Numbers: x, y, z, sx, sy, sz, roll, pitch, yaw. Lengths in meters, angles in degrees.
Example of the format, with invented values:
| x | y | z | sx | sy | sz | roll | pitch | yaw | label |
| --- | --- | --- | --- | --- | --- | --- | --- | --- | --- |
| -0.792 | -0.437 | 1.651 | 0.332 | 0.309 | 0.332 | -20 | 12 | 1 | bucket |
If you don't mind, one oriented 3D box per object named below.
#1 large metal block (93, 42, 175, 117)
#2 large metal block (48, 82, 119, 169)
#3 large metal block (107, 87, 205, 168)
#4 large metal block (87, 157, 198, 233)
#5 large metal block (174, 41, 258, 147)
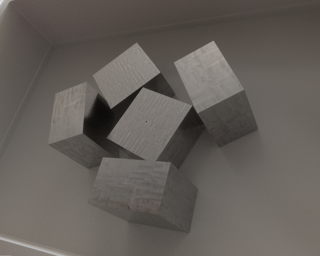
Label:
| x | y | z | sx | sy | sz | roll | pitch | yaw | label |
| --- | --- | --- | --- | --- | --- | --- | --- | --- | --- |
| -0.038 | -0.063 | 0.444 | 0.080 | 0.050 | 0.080 | -36 | 51 | 4 | large metal block |
| -0.099 | -0.001 | 0.420 | 0.050 | 0.080 | 0.080 | -17 | 55 | 18 | large metal block |
| -0.004 | 0.005 | 0.386 | 0.080 | 0.050 | 0.080 | 25 | 75 | 36 | large metal block |
| -0.015 | 0.072 | 0.332 | 0.080 | 0.080 | 0.050 | 1 | 62 | 28 | large metal block |
| 0.065 | -0.037 | 0.356 | 0.050 | 0.080 | 0.080 | -27 | 53 | 11 | large metal block |
